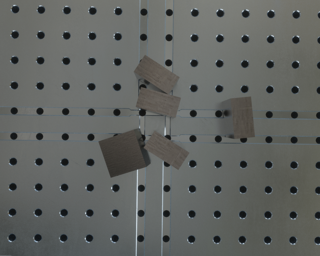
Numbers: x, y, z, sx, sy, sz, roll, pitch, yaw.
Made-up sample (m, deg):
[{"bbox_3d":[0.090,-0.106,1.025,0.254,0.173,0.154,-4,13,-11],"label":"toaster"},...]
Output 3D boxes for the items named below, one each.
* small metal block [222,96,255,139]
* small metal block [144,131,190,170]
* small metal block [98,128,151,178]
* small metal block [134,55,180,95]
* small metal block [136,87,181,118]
[{"bbox_3d":[0.101,-0.013,0.402,0.025,0.050,0.050,-6,90,0],"label":"small metal block"},{"bbox_3d":[0.008,0.027,0.401,0.050,0.050,0.025,32,90,-1],"label":"small metal block"},{"bbox_3d":[-0.046,0.032,0.408,0.050,0.025,0.050,-18,90,12],"label":"small metal block"},{"bbox_3d":[-0.004,-0.065,0.401,0.050,0.050,0.025,33,90,0],"label":"small metal block"},{"bbox_3d":[-0.002,-0.032,0.401,0.050,0.050,0.025,15,90,-1],"label":"small metal block"}]
